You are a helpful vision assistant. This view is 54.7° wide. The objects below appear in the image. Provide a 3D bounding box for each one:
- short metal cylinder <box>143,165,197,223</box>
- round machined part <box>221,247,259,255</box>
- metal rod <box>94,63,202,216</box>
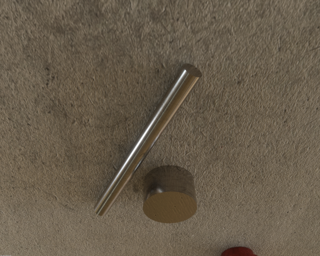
[{"bbox_3d":[0.015,0.103,0.479,0.081,0.050,0.079,0,130,0],"label":"short metal cylinder"},{"bbox_3d":[0.163,0.281,0.638,0.099,0.042,0.097,-1,130,0],"label":"round machined part"},{"bbox_3d":[-0.031,0.036,0.437,0.025,0.025,0.298,21,127,-18],"label":"metal rod"}]
